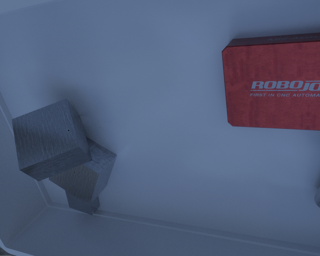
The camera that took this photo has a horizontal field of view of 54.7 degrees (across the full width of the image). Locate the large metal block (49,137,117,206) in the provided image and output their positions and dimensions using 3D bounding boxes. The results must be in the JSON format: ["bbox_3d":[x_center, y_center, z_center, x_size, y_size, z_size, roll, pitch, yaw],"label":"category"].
[{"bbox_3d":[-0.124,0.064,0.495,0.080,0.050,0.079,30,128,8],"label":"large metal block"}]

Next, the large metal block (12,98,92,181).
[{"bbox_3d":[-0.150,0.017,0.433,0.080,0.080,0.050,-22,152,-3],"label":"large metal block"}]

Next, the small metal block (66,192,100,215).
[{"bbox_3d":[-0.139,0.123,0.556,0.050,0.025,0.050,11,123,21],"label":"small metal block"}]

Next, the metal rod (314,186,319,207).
[{"bbox_3d":[0.169,-0.003,0.243,0.025,0.025,0.299,13,148,20],"label":"metal rod"}]

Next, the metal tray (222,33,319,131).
[{"bbox_3d":[0.133,-0.045,0.308,0.130,0.030,0.089,3,120,26],"label":"metal tray"}]
